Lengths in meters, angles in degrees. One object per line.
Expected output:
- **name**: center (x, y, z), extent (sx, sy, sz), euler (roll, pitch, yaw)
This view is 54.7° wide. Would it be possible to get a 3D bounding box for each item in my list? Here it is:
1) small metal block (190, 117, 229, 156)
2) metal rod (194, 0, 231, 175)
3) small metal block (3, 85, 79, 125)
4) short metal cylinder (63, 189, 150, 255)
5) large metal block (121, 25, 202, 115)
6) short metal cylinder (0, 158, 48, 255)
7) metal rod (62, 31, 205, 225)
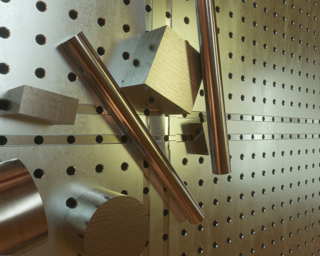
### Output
- **small metal block**: center (0.077, 0.009, 0.473), extent (0.050, 0.025, 0.050), euler (-21, 104, -38)
- **metal rod**: center (0.065, -0.088, 0.397), extent (0.025, 0.025, 0.298), euler (-12, 98, -39)
- **small metal block**: center (-0.114, -0.020, 0.297), extent (0.050, 0.050, 0.025), euler (14, 81, -39)
- **short metal cylinder**: center (-0.059, 0.111, 0.344), extent (0.081, 0.050, 0.080), euler (0, 90, -40)
- **large metal block**: center (0.008, -0.070, 0.399), extent (0.080, 0.050, 0.080), euler (30, 71, -36)
- **short metal cylinder**: center (-0.136, 0.071, 0.260), extent (0.050, 0.080, 0.079), euler (-18, 102, -39)
- **metal rod**: center (-0.020, 0.017, 0.392), extent (0.025, 0.025, 0.299), euler (-48, 119, -29)
